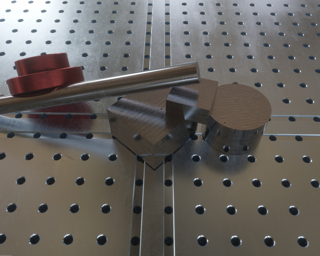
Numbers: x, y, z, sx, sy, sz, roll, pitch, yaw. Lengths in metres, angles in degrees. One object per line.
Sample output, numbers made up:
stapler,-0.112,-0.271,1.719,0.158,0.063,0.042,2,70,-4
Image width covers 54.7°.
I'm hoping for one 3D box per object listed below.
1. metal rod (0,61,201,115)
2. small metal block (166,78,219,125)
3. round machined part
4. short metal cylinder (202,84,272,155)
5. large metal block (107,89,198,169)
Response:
metal rod,-0.101,-0.044,0.387,0.301,0.025,0.025,-7,48,16
small metal block,0.039,-0.036,0.370,0.050,0.025,0.050,15,51,11
round machined part,-0.157,-0.076,0.423,0.099,0.042,0.098,-10,12,2
short metal cylinder,0.097,-0.012,0.403,0.081,0.050,0.080,0,50,0
large metal block,-0.008,-0.009,0.396,0.080,0.050,0.080,36,58,26
